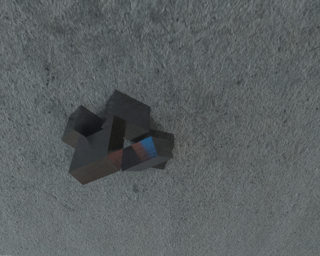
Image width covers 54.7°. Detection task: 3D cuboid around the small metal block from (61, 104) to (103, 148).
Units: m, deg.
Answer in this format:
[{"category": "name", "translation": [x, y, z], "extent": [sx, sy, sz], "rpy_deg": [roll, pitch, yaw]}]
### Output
[{"category": "small metal block", "translation": [-0.092, 0.006, 0.396], "extent": [0.025, 0.050, 0.050], "rpy_deg": [-37, 121, 27]}]

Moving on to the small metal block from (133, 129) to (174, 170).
[{"category": "small metal block", "translation": [-0.012, 0.029, 0.433], "extent": [0.050, 0.025, 0.050], "rpy_deg": [12, 129, -11]}]

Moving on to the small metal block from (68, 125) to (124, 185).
[{"category": "small metal block", "translation": [-0.071, 0.031, 0.352], "extent": [0.050, 0.050, 0.025], "rpy_deg": [-23, 127, 18]}]

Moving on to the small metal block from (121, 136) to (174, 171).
[{"category": "small metal block", "translation": [-0.018, 0.034, 0.388], "extent": [0.050, 0.025, 0.050], "rpy_deg": [-25, 164, 19]}]

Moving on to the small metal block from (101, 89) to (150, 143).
[{"category": "small metal block", "translation": [-0.040, -0.014, 0.380], "extent": [0.050, 0.050, 0.025], "rpy_deg": [26, 125, -21]}]
